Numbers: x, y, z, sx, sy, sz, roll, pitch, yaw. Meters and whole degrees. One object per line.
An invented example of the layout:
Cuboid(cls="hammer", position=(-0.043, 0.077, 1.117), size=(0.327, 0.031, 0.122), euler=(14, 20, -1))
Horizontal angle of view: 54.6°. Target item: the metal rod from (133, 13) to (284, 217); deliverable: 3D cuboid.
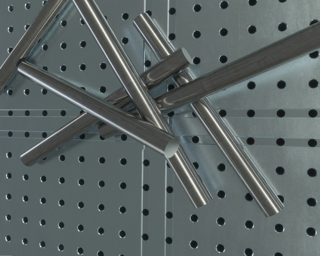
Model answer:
Cuboid(cls="metal rod", position=(0.055, -0.025, 0.393), size=(0.025, 0.025, 0.299), euler=(-37, 78, 16))

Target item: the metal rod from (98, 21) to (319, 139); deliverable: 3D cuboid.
Cuboid(cls="metal rod", position=(0.042, -0.045, 0.367), size=(0.300, 0.025, 0.025), euler=(-22, 83, 30))

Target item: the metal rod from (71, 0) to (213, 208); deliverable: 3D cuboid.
Cuboid(cls="metal rod", position=(-0.025, -0.040, 0.373), size=(0.025, 0.025, 0.299), euler=(-32, 87, 17))

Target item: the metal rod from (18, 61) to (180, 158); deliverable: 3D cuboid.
Cuboid(cls="metal rod", position=(-0.100, -0.036, 0.409), size=(0.300, 0.025, 0.025), euler=(27, 99, 33))

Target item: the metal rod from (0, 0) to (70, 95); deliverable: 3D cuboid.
Cuboid(cls="metal rod", position=(-0.174, -0.169, 0.474), size=(0.025, 0.025, 0.299), euler=(46, 104, 14))

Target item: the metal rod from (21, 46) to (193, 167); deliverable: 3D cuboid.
Cuboid(cls="metal rod", position=(-0.088, -0.019, 0.429), size=(0.300, 0.025, 0.025), euler=(-29, 80, 23))
